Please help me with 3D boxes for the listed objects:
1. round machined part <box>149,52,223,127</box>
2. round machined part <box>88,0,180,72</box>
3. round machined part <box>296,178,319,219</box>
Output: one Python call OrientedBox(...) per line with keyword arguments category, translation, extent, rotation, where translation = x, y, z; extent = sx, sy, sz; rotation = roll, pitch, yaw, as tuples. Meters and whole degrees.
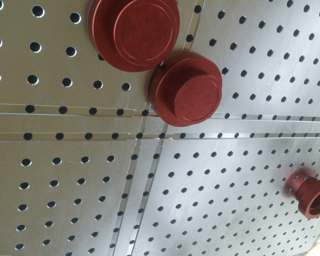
OrientedBox(category="round machined part", translation=(0.039, -0.043, 0.397), extent=(0.099, 0.042, 0.097), rotation=(-14, 124, -21))
OrientedBox(category="round machined part", translation=(-0.022, -0.104, 0.325), extent=(0.099, 0.042, 0.097), rotation=(-14, 125, -21))
OrientedBox(category="round machined part", translation=(0.343, 0.150, 0.685), extent=(0.099, 0.042, 0.097), rotation=(-14, 125, -21))
